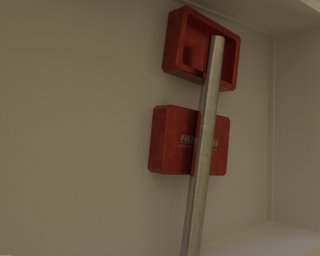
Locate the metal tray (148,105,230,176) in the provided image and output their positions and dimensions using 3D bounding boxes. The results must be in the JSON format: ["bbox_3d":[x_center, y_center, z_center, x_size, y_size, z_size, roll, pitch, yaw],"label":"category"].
[{"bbox_3d":[0.046,0.021,0.445,0.131,0.030,0.089,9,85,-40],"label":"metal tray"}]

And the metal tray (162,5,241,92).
[{"bbox_3d":[0.066,-0.112,0.460,0.131,0.030,0.090,12,82,-40],"label":"metal tray"}]

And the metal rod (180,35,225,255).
[{"bbox_3d":[0.058,0.022,0.418,0.025,0.025,0.298,13,82,-40],"label":"metal rod"}]
